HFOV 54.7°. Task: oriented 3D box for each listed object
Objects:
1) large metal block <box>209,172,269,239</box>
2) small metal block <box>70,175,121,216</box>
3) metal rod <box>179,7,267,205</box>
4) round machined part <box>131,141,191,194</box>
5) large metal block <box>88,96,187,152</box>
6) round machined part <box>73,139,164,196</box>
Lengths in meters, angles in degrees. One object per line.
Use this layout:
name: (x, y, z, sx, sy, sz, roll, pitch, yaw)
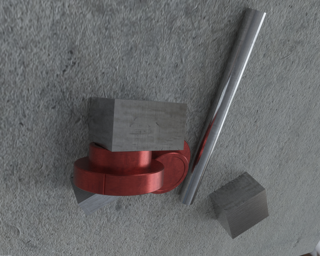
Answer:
large metal block: (0.143, 0.139, 0.554, 0.080, 0.050, 0.080, -29, 128, -10)
small metal block: (-0.081, 0.074, 0.392, 0.050, 0.050, 0.025, -29, 129, -10)
metal rod: (0.081, -0.014, 0.441, 0.025, 0.025, 0.298, 2, 118, -30)
round machined part: (0.000, 0.052, 0.428, 0.099, 0.042, 0.097, -14, 125, -21)
large metal block: (-0.028, -0.006, 0.344, 0.081, 0.080, 0.050, 1, 96, -29)
round machined part: (-0.044, 0.039, 0.342, 0.099, 0.098, 0.042, 0, 97, -29)
